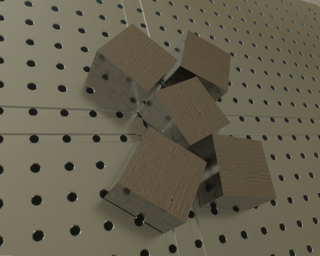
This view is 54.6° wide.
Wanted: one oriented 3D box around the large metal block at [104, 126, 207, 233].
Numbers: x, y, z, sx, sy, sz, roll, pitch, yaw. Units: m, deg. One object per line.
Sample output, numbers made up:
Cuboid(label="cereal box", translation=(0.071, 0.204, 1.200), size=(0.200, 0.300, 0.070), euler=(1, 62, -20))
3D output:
Cuboid(label="large metal block", translation=(-0.003, 0.059, 0.352), size=(0.080, 0.050, 0.080), euler=(33, 51, -7))

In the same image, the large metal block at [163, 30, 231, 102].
Cuboid(label="large metal block", translation=(0.059, -0.089, 0.476), size=(0.080, 0.050, 0.080), euler=(25, 53, -16))

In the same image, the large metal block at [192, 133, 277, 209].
Cuboid(label="large metal block", translation=(0.094, 0.059, 0.406), size=(0.081, 0.050, 0.080), euler=(9, 58, -24))

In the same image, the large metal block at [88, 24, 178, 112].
Cuboid(label="large metal block", translation=(-0.036, -0.082, 0.422), size=(0.080, 0.050, 0.080), euler=(39, 51, -1))

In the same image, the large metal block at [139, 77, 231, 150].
Cuboid(label="large metal block", translation=(0.033, -0.014, 0.417), size=(0.081, 0.050, 0.080), euler=(-25, 75, -37))
